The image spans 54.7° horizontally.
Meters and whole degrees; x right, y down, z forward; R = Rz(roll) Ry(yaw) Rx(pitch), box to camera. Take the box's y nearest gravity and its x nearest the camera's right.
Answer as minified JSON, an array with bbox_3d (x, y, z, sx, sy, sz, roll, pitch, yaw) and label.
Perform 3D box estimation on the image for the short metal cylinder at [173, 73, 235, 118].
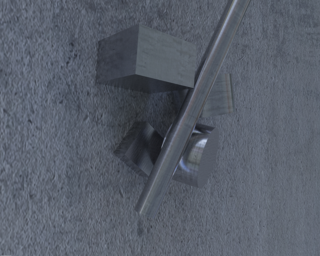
[{"bbox_3d":[0.058,-0.043,0.418,0.081,0.080,0.050,-13,99,-39],"label":"short metal cylinder"}]

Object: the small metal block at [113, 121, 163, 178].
[{"bbox_3d":[-0.021,0.027,0.387,0.050,0.025,0.050,47,62,-30],"label":"small metal block"}]

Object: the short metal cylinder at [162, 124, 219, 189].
[{"bbox_3d":[0.040,0.032,0.400,0.080,0.050,0.079,-46,144,-50],"label":"short metal cylinder"}]

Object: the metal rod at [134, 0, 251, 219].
[{"bbox_3d":[0.044,-0.040,0.360,0.025,0.025,0.299,28,83,-37],"label":"metal rod"}]

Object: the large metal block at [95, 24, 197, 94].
[{"bbox_3d":[-0.017,-0.073,0.355,0.081,0.080,0.050,6,86,-40],"label":"large metal block"}]
